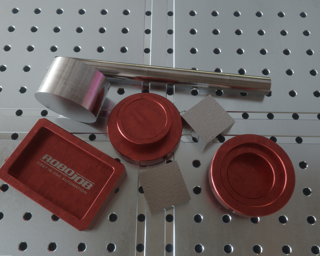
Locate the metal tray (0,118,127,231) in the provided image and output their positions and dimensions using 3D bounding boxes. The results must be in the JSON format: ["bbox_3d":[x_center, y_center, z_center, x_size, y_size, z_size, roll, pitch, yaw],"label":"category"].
[{"bbox_3d":[-0.119,0.056,0.387,0.130,0.030,0.090,29,73,10],"label":"metal tray"}]

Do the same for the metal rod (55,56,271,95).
[{"bbox_3d":[0.002,-0.075,0.438,0.302,0.025,0.025,6,70,2],"label":"metal rod"}]

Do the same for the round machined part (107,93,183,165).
[{"bbox_3d":[-0.020,-0.004,0.403,0.099,0.042,0.098,0,67,0],"label":"round machined part"}]

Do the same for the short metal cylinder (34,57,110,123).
[{"bbox_3d":[-0.111,-0.047,0.399,0.080,0.080,0.050,17,71,6],"label":"short metal cylinder"}]

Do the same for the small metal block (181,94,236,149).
[{"bbox_3d":[0.063,-0.008,0.415,0.050,0.025,0.050,-36,74,-12],"label":"small metal block"}]

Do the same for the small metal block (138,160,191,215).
[{"bbox_3d":[0.005,0.074,0.385,0.050,0.025,0.050,-18,71,-7],"label":"small metal block"}]

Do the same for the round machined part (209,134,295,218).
[{"bbox_3d":[0.109,0.060,0.381,0.099,0.042,0.098,0,70,0],"label":"round machined part"}]
